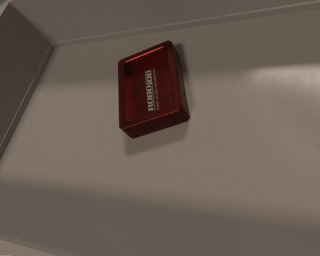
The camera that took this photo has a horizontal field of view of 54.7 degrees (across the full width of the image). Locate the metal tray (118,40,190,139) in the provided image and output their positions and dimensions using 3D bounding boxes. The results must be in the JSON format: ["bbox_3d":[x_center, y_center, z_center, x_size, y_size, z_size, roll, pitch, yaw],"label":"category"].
[{"bbox_3d":[-0.013,-0.057,0.442,0.090,0.030,0.130,-18,55,17],"label":"metal tray"}]
